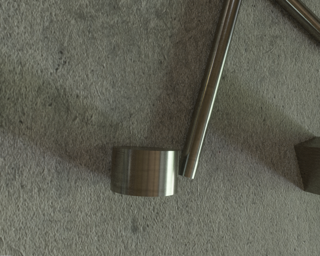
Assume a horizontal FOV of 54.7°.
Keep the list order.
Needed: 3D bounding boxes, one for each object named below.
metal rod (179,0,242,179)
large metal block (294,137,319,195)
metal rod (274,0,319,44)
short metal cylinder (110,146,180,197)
[{"bbox_3d":[0.075,-0.077,0.436,0.025,0.025,0.299,18,84,-19],"label":"metal rod"},{"bbox_3d":[0.265,0.060,0.478,0.050,0.080,0.080,-18,96,-19],"label":"large metal block"},{"bbox_3d":[0.179,-0.212,0.474,0.301,0.025,0.025,34,79,-17],"label":"metal rod"},{"bbox_3d":[-0.018,0.049,0.374,0.081,0.080,0.050,3,89,-20],"label":"short metal cylinder"}]
